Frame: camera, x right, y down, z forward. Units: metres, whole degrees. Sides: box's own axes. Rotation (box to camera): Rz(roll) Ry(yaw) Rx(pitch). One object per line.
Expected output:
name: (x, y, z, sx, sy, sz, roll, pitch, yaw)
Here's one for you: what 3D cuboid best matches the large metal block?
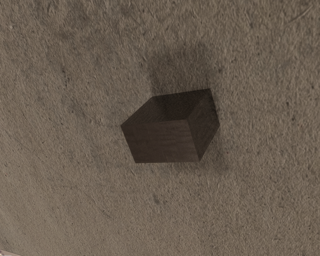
large metal block: (0.015, -0.003, 0.360, 0.080, 0.080, 0.050, -5, 116, 30)
